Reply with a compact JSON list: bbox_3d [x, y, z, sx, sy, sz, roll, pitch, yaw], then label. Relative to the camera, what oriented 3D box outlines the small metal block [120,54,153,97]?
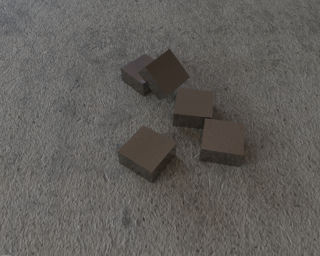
[{"bbox_3d":[-0.023,-0.081,0.471,0.050,0.025,0.050,-37,59,-27],"label":"small metal block"}]

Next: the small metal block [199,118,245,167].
[{"bbox_3d":[0.078,0.018,0.389,0.050,0.025,0.050,9,51,7],"label":"small metal block"}]

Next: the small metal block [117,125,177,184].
[{"bbox_3d":[-0.015,0.031,0.377,0.050,0.025,0.050,28,55,21],"label":"small metal block"}]

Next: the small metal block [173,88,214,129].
[{"bbox_3d":[0.046,-0.027,0.426,0.050,0.025,0.050,7,50,5],"label":"small metal block"}]

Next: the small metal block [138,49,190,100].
[{"bbox_3d":[0.006,-0.076,0.442,0.050,0.025,0.050,-42,101,-26],"label":"small metal block"}]
